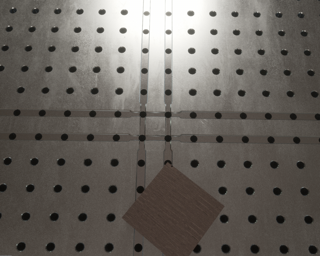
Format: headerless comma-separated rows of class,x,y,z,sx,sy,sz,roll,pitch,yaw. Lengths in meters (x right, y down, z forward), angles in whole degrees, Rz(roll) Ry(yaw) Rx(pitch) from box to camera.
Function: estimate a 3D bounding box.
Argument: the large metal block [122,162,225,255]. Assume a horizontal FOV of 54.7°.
large metal block,0.015,0.100,0.362,0.080,0.050,0.080,37,74,12
